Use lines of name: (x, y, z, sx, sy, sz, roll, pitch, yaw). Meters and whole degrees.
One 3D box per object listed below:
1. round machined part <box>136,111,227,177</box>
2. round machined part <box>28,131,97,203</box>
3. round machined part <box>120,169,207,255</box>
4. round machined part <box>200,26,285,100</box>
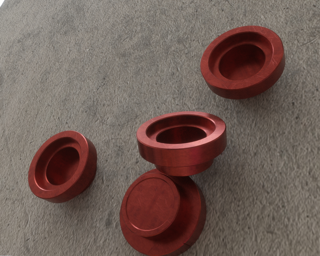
round machined part: (0.025, 0.019, 0.348, 0.099, 0.042, 0.098, -6, 24, 3)
round machined part: (-0.127, 0.056, 0.426, 0.098, 0.042, 0.098, -13, 56, 21)
round machined part: (-0.002, 0.088, 0.340, 0.098, 0.042, 0.098, -13, 56, 21)
round machined part: (0.104, -0.076, 0.385, 0.098, 0.042, 0.098, -13, 56, 21)
